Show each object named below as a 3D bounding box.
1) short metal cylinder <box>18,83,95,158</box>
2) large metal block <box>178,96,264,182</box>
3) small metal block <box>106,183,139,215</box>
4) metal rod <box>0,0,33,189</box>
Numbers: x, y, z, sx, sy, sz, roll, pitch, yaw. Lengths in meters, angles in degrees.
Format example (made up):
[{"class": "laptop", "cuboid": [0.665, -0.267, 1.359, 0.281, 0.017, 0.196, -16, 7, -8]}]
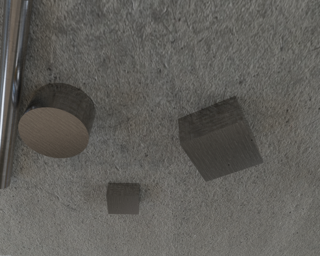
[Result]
[{"class": "short metal cylinder", "cuboid": [-0.124, -0.008, 0.382, 0.081, 0.050, 0.079, 0, 130, 0]}, {"class": "large metal block", "cuboid": [0.079, 0.016, 0.405, 0.080, 0.050, 0.080, -22, 127, 18]}, {"class": "small metal block", "cuboid": [-0.059, 0.116, 0.505, 0.050, 0.025, 0.050, 1, 130, -2]}, {"class": "metal rod", "cuboid": [-0.189, -0.022, 0.386, 0.025, 0.025, 0.298, 17, 128, -14]}]
